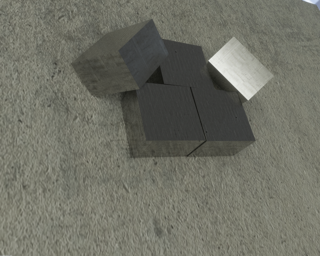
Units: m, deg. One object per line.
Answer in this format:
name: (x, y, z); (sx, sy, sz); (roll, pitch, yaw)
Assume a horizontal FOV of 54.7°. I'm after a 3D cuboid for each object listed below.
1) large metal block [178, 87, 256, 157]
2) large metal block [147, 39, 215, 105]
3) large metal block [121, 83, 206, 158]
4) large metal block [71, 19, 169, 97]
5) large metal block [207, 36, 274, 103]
large metal block: (0.075, -0.007, 0.433); (0.081, 0.050, 0.080); (1, 61, -28)
large metal block: (0.023, -0.079, 0.452); (0.081, 0.050, 0.080); (3, 61, -27)
large metal block: (0.002, -0.009, 0.396); (0.081, 0.050, 0.080); (1, 61, -28)
large metal block: (-0.048, -0.087, 0.389); (0.080, 0.080, 0.050); (-56, 130, -39)
large metal block: (0.118, -0.084, 0.479); (0.050, 0.080, 0.080); (-44, 86, 1)
